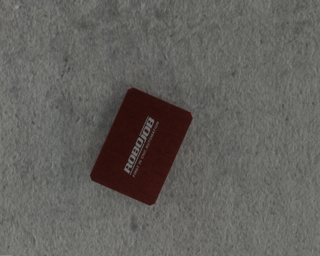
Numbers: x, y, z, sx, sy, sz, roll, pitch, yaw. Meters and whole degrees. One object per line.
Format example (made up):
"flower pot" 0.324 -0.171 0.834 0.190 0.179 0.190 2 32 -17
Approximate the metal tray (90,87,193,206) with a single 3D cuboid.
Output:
"metal tray" -0.024 0.023 0.407 0.090 0.030 0.130 24 90 0
